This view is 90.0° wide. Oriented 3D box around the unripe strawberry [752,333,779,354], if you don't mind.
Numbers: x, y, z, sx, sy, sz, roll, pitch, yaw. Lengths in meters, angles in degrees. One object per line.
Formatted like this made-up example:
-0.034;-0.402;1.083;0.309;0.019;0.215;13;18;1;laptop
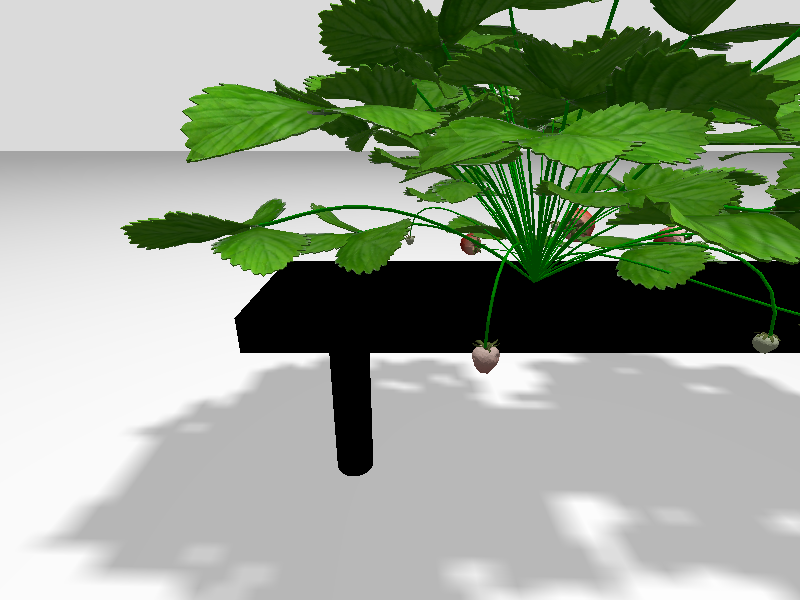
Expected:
0.213;0.026;0.234;0.011;0.011;0.011;-13;26;-29;unripe strawberry

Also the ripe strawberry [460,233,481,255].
0.079;-0.064;0.457;0.024;0.025;0.026;-10;24;-23;ripe strawberry

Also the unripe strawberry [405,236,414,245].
0.012;-0.069;0.466;0.010;0.010;0.011;20;29;40;unripe strawberry

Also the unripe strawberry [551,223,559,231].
0.207;-0.097;0.533;0.011;0.012;0.013;10;24;23;unripe strawberry

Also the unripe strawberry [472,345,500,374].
0.048;0.033;0.227;0.015;0.016;0.017;11;25;24;unripe strawberry

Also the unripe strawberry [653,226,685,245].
0.304;-0.067;0.452;0.030;0.032;0.028;-4;20;22;unripe strawberry

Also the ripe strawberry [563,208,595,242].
0.230;-0.097;0.516;0.041;0.043;0.044;14;25;30;ripe strawberry
